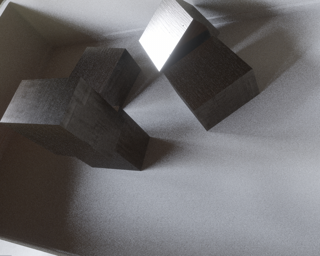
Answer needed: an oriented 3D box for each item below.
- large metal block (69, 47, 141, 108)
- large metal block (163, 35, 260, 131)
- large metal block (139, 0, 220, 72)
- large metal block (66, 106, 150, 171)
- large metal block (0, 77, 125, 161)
[{"bbox_3d":[-0.089,-0.078,0.482,0.080,0.050,0.080,12,67,32],"label":"large metal block"},{"bbox_3d":[0.064,-0.057,0.390,0.080,0.050,0.080,-36,51,4],"label":"large metal block"},{"bbox_3d":[0.024,-0.128,0.433,0.080,0.050,0.080,-54,45,28],"label":"large metal block"},{"bbox_3d":[-0.071,0.015,0.397,0.080,0.080,0.050,0,62,28],"label":"large metal block"},{"bbox_3d":[-0.097,-0.008,0.322,0.080,0.080,0.050,2,63,29],"label":"large metal block"}]
